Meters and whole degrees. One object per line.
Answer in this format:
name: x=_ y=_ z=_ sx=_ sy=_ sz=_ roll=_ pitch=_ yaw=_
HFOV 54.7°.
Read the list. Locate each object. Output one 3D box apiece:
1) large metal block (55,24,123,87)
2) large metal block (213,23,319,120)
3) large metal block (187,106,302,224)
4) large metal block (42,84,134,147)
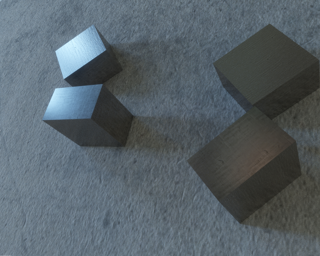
large metal block: x=-0.119 y=-0.113 z=0.518 sx=0.080 sy=0.050 sz=0.080 roll=-33 pitch=52 yaw=6
large metal block: x=0.122 y=-0.062 z=0.361 sx=0.080 sy=0.050 sz=0.080 roll=-35 pitch=52 yaw=5
large metal block: x=0.084 y=0.039 z=0.300 sx=0.080 sy=0.080 sz=0.050 roll=-39 pitch=51 yaw=1
large metal block: x=-0.096 y=-0.014 z=0.426 sx=0.080 sy=0.080 sz=0.050 roll=-1 pitch=62 yaw=27
